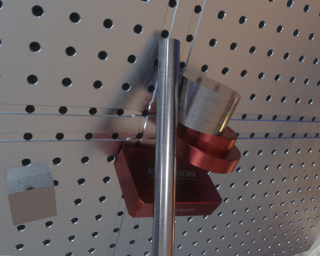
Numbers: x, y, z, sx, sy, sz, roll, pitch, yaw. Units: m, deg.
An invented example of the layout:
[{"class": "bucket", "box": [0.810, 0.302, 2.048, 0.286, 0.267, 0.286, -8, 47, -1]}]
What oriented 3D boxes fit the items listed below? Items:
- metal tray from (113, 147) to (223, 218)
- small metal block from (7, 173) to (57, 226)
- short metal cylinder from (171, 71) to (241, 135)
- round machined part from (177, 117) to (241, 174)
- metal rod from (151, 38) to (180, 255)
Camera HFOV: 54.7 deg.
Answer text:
[{"class": "metal tray", "box": [0.011, 0.073, 0.418, 0.131, 0.090, 0.030, 9, 128, -33]}, {"class": "small metal block", "box": [-0.156, 0.087, 0.380, 0.050, 0.025, 0.050, -8, 122, -25]}, {"class": "short metal cylinder", "box": [0.053, -0.032, 0.386, 0.081, 0.080, 0.050, 9, 114, -33]}, {"class": "round machined part", "box": [0.062, 0.015, 0.409, 0.099, 0.098, 0.042, 9, 114, -33]}, {"class": "metal rod", "box": [0.006, 0.049, 0.350, 0.025, 0.025, 0.298, 4, 85, -31]}]
